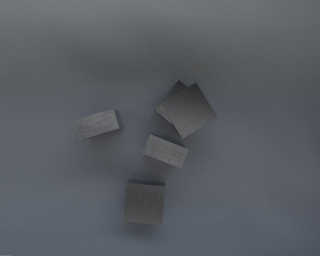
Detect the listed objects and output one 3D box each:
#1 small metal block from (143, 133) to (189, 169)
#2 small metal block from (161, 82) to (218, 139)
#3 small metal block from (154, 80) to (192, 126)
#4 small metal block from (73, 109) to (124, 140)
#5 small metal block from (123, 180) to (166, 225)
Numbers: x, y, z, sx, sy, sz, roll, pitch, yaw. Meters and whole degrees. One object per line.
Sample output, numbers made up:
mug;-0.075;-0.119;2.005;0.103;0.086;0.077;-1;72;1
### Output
small metal block;0.007;0.028;0.399;0.050;0.050;0.025;22;90;-1
small metal block;0.035;-0.021;0.387;0.050;0.025;0.050;-32;91;0
small metal block;0.028;-0.027;0.412;0.050;0.025;0.050;40;90;-1
small metal block;-0.077;-0.004;0.398;0.050;0.050;0.025;-16;90;0
small metal block;-0.020;0.098;0.411;0.050;0.025;0.050;6;90;-1
